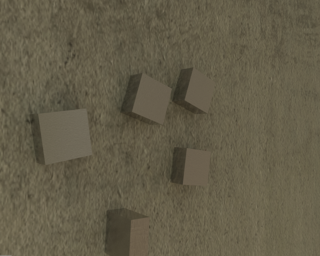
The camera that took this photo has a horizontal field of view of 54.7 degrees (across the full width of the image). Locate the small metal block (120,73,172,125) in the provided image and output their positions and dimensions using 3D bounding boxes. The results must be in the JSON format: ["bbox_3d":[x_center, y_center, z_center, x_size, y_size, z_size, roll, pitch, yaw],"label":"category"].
[{"bbox_3d":[-0.017,-0.035,0.393,0.050,0.025,0.050,23,76,-38],"label":"small metal block"}]

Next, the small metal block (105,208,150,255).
[{"bbox_3d":[-0.039,0.124,0.358,0.025,0.050,0.050,5,87,-40],"label":"small metal block"}]

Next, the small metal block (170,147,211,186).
[{"bbox_3d":[0.045,0.056,0.445,0.050,0.025,0.050,11,83,-40],"label":"small metal block"}]

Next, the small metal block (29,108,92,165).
[{"bbox_3d":[-0.102,0.007,0.321,0.050,0.025,0.050,-10,97,-40],"label":"small metal block"}]

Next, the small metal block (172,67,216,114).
[{"bbox_3d":[0.050,-0.053,0.449,0.050,0.025,0.050,25,74,-38],"label":"small metal block"}]
